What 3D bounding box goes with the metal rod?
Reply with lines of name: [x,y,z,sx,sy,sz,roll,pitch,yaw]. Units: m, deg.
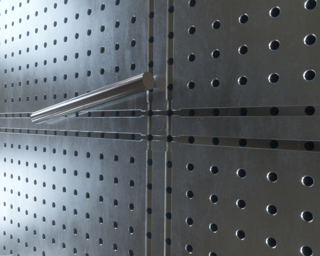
metal rod: [-0.129,-0.042,0.517,0.299,0.025,0.025,-11,83,39]
